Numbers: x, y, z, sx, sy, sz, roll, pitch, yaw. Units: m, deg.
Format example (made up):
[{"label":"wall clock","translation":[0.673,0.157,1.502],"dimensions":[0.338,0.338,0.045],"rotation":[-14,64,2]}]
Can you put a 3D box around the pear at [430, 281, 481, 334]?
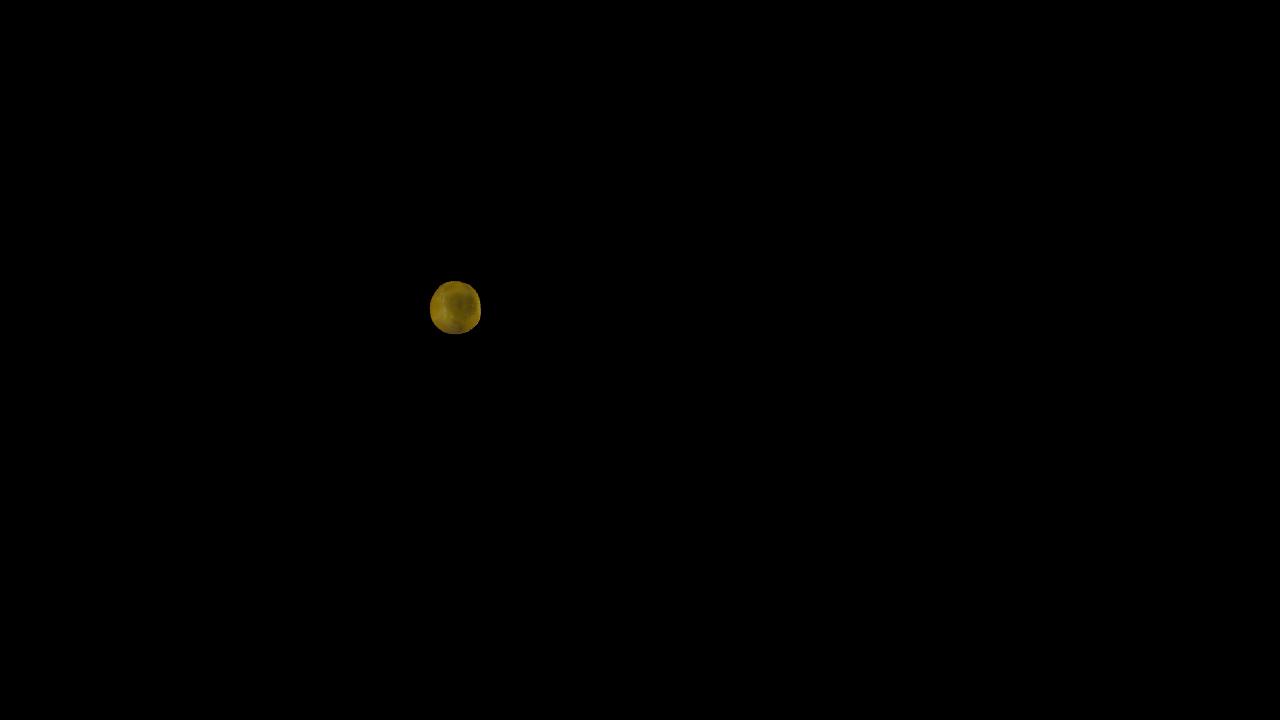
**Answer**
[{"label":"pear","translation":[-0.288,-0.075,0.946],"dimensions":[0.080,0.080,0.111],"rotation":[0,-9,-27]}]
